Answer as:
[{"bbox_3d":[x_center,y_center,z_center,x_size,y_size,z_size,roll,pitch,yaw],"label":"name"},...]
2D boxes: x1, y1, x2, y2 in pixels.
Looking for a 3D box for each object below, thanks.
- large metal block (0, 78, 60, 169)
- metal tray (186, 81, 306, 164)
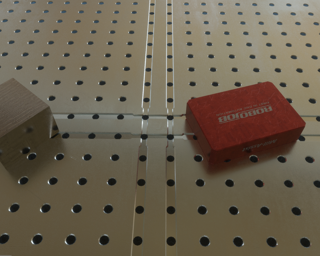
[{"bbox_3d":[-0.193,-0.008,0.397,0.080,0.050,0.080,34,58,25],"label":"large metal block"},{"bbox_3d":[0.111,-0.011,0.414,0.131,0.030,0.090,-14,51,-12],"label":"metal tray"}]
